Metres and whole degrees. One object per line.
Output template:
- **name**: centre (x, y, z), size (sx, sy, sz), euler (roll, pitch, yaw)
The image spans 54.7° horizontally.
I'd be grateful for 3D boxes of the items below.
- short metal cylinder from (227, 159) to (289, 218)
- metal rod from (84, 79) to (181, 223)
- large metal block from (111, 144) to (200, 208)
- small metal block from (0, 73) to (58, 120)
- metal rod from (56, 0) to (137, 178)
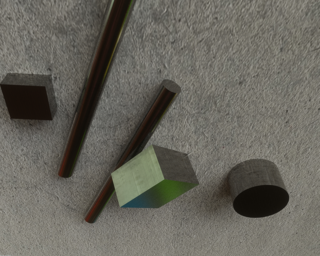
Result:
- **short metal cylinder**: centre (0.147, 0.092, 0.471), size (0.081, 0.050, 0.079), euler (0, 130, 0)
- **metal rod**: centre (-0.053, 0.052, 0.451), size (0.025, 0.025, 0.298), euler (21, 127, -17)
- **large metal block**: centre (-0.006, 0.071, 0.431), size (0.080, 0.050, 0.080), euler (-37, 147, 26)
- **small metal block**: centre (-0.156, -0.037, 0.374), size (0.050, 0.025, 0.050), euler (3, 130, -3)
- **metal rod**: centre (-0.083, -0.041, 0.371), size (0.025, 0.025, 0.298), euler (18, 128, -15)
